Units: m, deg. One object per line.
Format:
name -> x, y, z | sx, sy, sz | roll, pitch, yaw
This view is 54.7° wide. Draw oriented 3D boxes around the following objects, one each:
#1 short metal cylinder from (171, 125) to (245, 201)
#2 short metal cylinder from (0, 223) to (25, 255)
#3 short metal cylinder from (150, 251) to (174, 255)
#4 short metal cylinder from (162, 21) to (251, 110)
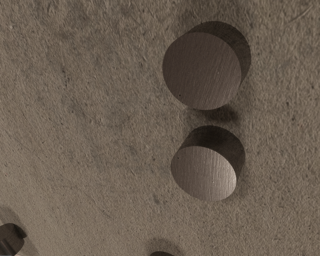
short metal cylinder -> 0.060, 0.043, 0.385 | 0.080, 0.050, 0.079 | 13, 124, 20
short metal cylinder -> -0.372, 0.273, 0.732 | 0.080, 0.080, 0.050 | -9, 114, 32
short metal cylinder -> 0.006, 0.269, 0.552 | 0.080, 0.050, 0.079 | 13, 124, 20
short metal cylinder -> 0.049, -0.065, 0.323 | 0.080, 0.050, 0.079 | 13, 124, 20
